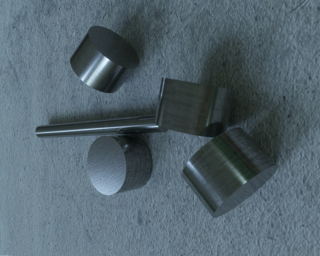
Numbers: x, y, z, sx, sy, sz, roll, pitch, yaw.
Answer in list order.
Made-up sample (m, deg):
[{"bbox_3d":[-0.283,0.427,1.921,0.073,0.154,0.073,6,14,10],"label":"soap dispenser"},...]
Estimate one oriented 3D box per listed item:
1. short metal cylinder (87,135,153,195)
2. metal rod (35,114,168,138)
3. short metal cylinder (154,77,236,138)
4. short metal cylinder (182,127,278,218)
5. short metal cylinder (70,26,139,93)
[{"bbox_3d":[-0.057,0.050,0.436,0.080,0.050,0.079,0,90,40],"label":"short metal cylinder"},{"bbox_3d":[-0.110,0.000,0.496,0.300,0.025,0.025,-3,88,40],"label":"metal rod"},{"bbox_3d":[0.037,-0.023,0.338,0.080,0.081,0.050,17,101,38],"label":"short metal cylinder"},{"bbox_3d":[0.069,0.045,0.312,0.050,0.081,0.080,52,120,27],"label":"short metal cylinder"},{"bbox_3d":[-0.076,-0.095,0.432,0.050,0.081,0.080,-44,64,31],"label":"short metal cylinder"}]
